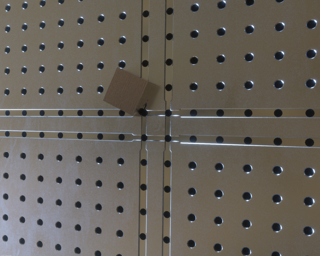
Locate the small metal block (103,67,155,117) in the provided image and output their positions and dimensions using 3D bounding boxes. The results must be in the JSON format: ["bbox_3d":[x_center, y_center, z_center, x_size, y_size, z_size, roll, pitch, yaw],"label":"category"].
[{"bbox_3d":[-0.043,-0.049,0.427,0.050,0.025,0.050,27,99,17],"label":"small metal block"}]
